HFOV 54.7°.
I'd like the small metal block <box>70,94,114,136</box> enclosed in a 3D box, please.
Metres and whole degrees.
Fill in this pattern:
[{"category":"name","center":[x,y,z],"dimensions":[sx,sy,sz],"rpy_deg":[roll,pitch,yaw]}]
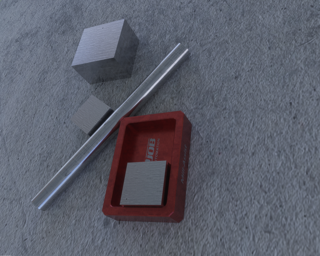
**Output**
[{"category":"small metal block","center":[-0.098,-0.015,0.463],"dimensions":[0.050,0.025,0.050],"rpy_deg":[33,80,38]}]

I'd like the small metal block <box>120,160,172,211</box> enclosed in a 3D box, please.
[{"category":"small metal block","center":[-0.013,0.066,0.353],"dimensions":[0.050,0.025,0.050],"rpy_deg":[-6,59,24]}]

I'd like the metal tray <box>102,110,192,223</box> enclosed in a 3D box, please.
[{"category":"metal tray","center":[-0.013,0.045,0.378],"dimensions":[0.090,0.030,0.130],"rpy_deg":[-6,59,24]}]

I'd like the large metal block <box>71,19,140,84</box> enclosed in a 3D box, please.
[{"category":"large metal block","center":[-0.087,-0.124,0.508],"dimensions":[0.080,0.050,0.080],"rpy_deg":[-5,60,25]}]

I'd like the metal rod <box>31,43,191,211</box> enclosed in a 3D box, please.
[{"category":"metal rod","center":[-0.065,-0.005,0.439],"dimensions":[0.300,0.025,0.025],"rpy_deg":[-48,52,-6]}]
